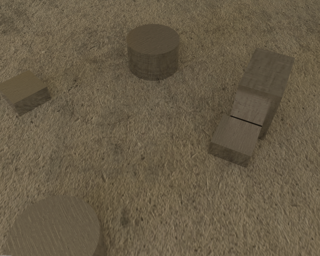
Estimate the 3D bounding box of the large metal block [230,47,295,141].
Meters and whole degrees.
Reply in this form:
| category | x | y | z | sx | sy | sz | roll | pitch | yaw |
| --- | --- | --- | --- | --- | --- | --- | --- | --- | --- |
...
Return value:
| category | x | y | z | sx | sy | sz | roll | pitch | yaw |
| --- | --- | --- | --- | --- | --- | --- | --- | --- | --- |
| large metal block | 0.131 | -0.045 | 0.407 | 0.050 | 0.080 | 0.080 | 20 | 53 | 16 |

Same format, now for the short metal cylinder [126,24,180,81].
| category | x | y | z | sx | sy | sz | roll | pitch | yaw |
| --- | --- | --- | --- | --- | --- | --- | --- | --- | --- |
| short metal cylinder | -0.010 | -0.120 | 0.488 | 0.081 | 0.050 | 0.080 | 0 | 50 | 0 |

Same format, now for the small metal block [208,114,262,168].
| category | x | y | z | sx | sy | sz | roll | pitch | yaw |
| --- | --- | --- | --- | --- | --- | --- | --- | --- | --- |
| small metal block | 0.095 | 0.016 | 0.391 | 0.050 | 0.025 | 0.050 | 21 | 53 | 16 |

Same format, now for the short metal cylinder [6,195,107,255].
| category | x | y | z | sx | sy | sz | roll | pitch | yaw |
| --- | --- | --- | --- | --- | --- | --- | --- | --- | --- |
| short metal cylinder | -0.094 | 0.111 | 0.292 | 0.081 | 0.050 | 0.080 | 0 | 50 | 0 |

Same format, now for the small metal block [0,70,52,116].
| category | x | y | z | sx | sy | sz | roll | pitch | yaw |
| --- | --- | --- | --- | --- | --- | --- | --- | --- | --- |
| small metal block | -0.194 | -0.051 | 0.444 | 0.050 | 0.025 | 0.050 | -36 | 59 | -27 |
